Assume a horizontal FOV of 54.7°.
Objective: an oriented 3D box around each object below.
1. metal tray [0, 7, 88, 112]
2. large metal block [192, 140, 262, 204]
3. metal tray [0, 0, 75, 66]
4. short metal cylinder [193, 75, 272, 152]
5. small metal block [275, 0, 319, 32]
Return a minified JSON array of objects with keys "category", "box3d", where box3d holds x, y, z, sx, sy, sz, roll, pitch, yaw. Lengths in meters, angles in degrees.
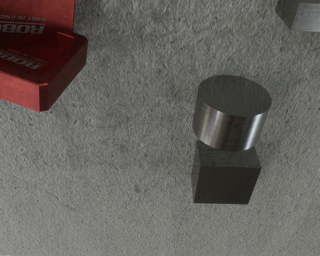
[{"category":"metal tray","box3d":[-0.144,-0.072,0.283,0.131,0.090,0.030,19,133,0]},{"category":"large metal block","box3d":[0.091,0.065,0.447,0.081,0.050,0.079,2,130,-2]},{"category":"metal tray","box3d":[-0.148,-0.102,0.282,0.131,0.030,0.089,-6,135,-27]},{"category":"short metal cylinder","box3d":[0.080,-0.019,0.356,0.081,0.080,0.050,3,130,-3]},{"category":"small metal block","box3d":[0.145,-0.114,0.295,0.050,0.050,0.025,2,130,-2]}]
